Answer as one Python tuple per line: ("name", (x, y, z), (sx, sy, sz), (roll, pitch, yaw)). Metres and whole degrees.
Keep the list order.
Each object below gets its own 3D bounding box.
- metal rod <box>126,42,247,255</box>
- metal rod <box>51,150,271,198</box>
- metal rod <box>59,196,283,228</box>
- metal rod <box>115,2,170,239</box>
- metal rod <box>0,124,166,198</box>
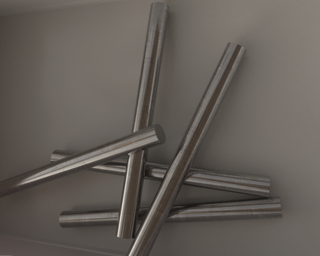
("metal rod", (0.029, 0.037, 0.377), (0.025, 0.025, 0.299), (26, 90, 18))
("metal rod", (-0.013, 0.057, 0.412), (0.301, 0.025, 0.025), (5, 92, 19))
("metal rod", (0.000, 0.113, 0.408), (0.301, 0.025, 0.025), (-9, 87, 19))
("metal rod", (-0.021, -0.013, 0.397), (0.025, 0.025, 0.298), (7, 86, 19))
("metal rod", (-0.129, 0.053, 0.426), (0.300, 0.025, 0.025), (-20, 84, 24))
